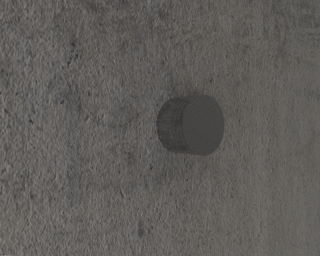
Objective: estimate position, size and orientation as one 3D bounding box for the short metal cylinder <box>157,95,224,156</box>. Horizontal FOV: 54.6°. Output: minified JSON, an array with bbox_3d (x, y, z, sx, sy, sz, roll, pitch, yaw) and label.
[{"bbox_3d":[0.042,-0.004,0.423,0.081,0.050,0.080,0,90,-40],"label":"short metal cylinder"}]
